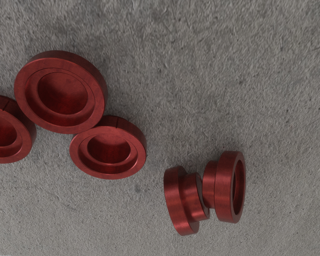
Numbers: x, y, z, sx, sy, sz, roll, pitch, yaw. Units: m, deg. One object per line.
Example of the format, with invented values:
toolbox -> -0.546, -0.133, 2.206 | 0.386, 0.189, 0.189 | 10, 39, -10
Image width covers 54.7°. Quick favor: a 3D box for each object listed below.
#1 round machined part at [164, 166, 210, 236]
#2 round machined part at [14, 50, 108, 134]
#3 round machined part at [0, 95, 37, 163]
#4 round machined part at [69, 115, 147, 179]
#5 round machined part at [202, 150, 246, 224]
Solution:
round machined part -> 0.042, 0.101, 0.446 | 0.042, 0.098, 0.098 | -17, 128, 14
round machined part -> -0.109, -0.044, 0.355 | 0.099, 0.042, 0.097 | 1, 127, 1
round machined part -> -0.206, -0.003, 0.391 | 0.099, 0.042, 0.097 | 0, 130, 0
round machined part -> -0.067, 0.021, 0.413 | 0.099, 0.042, 0.097 | 0, 131, 0
round machined part -> 0.089, 0.080, 0.433 | 0.042, 0.098, 0.098 | 1, 134, 26
